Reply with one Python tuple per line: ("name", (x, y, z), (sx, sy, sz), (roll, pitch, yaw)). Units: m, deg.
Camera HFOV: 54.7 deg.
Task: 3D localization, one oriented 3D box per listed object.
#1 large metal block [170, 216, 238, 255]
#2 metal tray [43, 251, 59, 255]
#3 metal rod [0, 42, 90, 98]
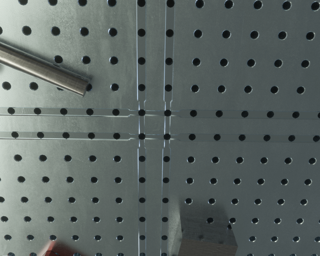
("large metal block", (0.063, 0.188, 0.471), (0.081, 0.050, 0.079), (10, 110, -4))
("metal tray", (-0.184, 0.273, 0.508), (0.090, 0.030, 0.130), (37, 106, -13))
("metal rod", (-0.231, -0.107, 0.370), (0.302, 0.025, 0.025), (22, 108, -9))
